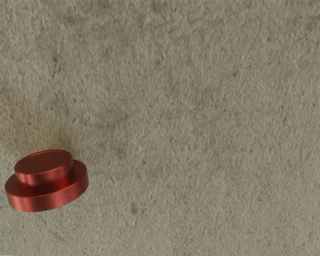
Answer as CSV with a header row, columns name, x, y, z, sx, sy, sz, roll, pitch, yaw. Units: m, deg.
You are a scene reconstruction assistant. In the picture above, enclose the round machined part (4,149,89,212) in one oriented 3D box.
name,x,y,z,sx,sy,sz,roll,pitch,yaw
round machined part,-0.143,0.060,0.391,0.099,0.098,0.042,-4,110,1
